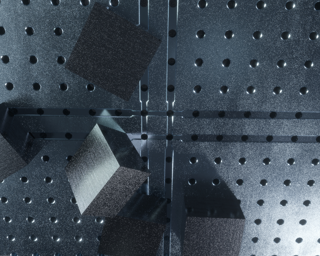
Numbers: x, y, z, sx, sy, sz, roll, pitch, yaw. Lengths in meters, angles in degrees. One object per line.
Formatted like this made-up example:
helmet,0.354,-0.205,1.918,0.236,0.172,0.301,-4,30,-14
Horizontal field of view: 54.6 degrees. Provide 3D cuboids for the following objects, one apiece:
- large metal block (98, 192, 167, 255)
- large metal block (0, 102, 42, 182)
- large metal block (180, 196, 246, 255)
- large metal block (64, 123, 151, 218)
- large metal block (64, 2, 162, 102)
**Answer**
large metal block,-0.039,0.140,0.445,0.080,0.050,0.079,13,119,-5
large metal block,-0.221,0.026,0.408,0.080,0.050,0.080,-31,107,10
large metal block,0.074,0.150,0.456,0.080,0.050,0.079,3,110,-1
large metal block,-0.069,0.055,0.396,0.050,0.080,0.080,22,112,-44
large metal block,-0.052,-0.090,0.367,0.080,0.050,0.080,28,108,-10
